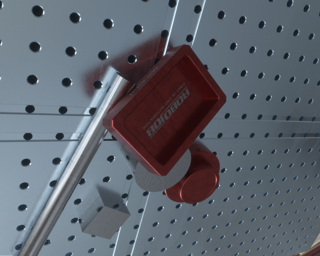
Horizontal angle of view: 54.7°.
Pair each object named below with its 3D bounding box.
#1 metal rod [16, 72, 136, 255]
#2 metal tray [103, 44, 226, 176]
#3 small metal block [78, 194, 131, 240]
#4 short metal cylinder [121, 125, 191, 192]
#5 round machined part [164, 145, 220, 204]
[{"bbox_3d":[-0.115,0.066,0.390,0.025,0.025,0.299,21,107,-37],"label":"metal rod"},{"bbox_3d":[0.010,-0.021,0.359,0.130,0.030,0.090,-49,114,-18],"label":"metal tray"},{"bbox_3d":[-0.080,0.130,0.449,0.050,0.025,0.050,33,99,-39],"label":"small metal block"},{"bbox_3d":[-0.006,0.039,0.418,0.081,0.050,0.079,-14,125,-21],"label":"short metal cylinder"},{"bbox_3d":[0.052,0.078,0.479,0.099,0.042,0.097,-14,125,-21],"label":"round machined part"}]
